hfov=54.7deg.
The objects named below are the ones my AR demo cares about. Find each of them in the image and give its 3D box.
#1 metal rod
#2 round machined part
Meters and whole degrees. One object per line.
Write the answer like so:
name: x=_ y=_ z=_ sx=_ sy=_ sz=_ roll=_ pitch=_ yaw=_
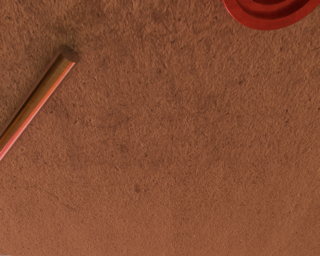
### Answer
metal rod: x=-0.196 y=0.006 z=0.410 sx=0.025 sy=0.025 sz=0.299 roll=33 pitch=122 yaw=-25
round machined part: x=0.100 y=-0.142 z=0.276 sx=0.099 sy=0.042 sz=0.097 roll=0 pitch=130 yaw=0
